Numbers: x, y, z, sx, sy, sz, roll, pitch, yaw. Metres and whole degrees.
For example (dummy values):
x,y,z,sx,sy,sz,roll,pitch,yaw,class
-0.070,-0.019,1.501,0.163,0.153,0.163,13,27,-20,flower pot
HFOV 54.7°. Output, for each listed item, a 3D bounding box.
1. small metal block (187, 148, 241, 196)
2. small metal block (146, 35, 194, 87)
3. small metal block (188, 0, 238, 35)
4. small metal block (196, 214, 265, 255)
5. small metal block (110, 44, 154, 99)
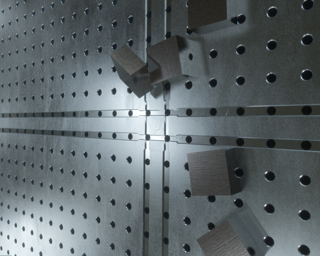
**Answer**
x,y,z,sx,sy,sz,roll,pitch,yaw,class
0.062,0.051,0.357,0.050,0.025,0.050,-11,83,39,small metal block
0.012,-0.085,0.398,0.050,0.025,0.050,-13,82,39,small metal block
0.060,-0.141,0.358,0.050,0.025,0.050,-2,89,39,small metal block
0.077,0.133,0.345,0.050,0.025,0.050,-46,63,30,small metal block
-0.037,-0.076,0.419,0.025,0.050,0.050,-37,60,-12,small metal block
